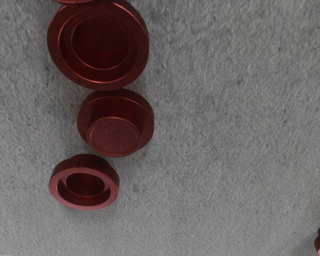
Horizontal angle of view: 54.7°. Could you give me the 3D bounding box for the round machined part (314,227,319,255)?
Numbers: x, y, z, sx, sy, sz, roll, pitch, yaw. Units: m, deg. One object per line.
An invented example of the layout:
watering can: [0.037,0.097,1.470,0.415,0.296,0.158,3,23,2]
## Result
round machined part: [0.338,0.207,0.577,0.099,0.042,0.097,-1,130,0]

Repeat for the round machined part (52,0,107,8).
round machined part: [-0.068,-0.149,0.251,0.099,0.042,0.097,-1,102,-2]

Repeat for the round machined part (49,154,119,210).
round machined part: [-0.109,0.076,0.459,0.099,0.042,0.097,-1,130,0]

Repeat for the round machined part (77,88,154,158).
round machined part: [-0.057,0.000,0.396,0.099,0.042,0.097,-1,130,0]

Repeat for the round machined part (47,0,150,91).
round machined part: [-0.060,-0.090,0.318,0.099,0.042,0.097,-1,130,0]
